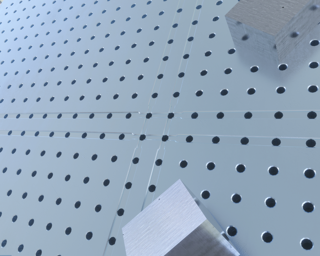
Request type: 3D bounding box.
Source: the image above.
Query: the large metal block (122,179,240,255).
[{"bbox_3d":[0.014,0.107,0.296,0.080,0.050,0.080,-41,19,0],"label":"large metal block"}]

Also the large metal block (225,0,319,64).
[{"bbox_3d":[0.147,-0.143,0.403,0.080,0.050,0.080,-45,51,-4],"label":"large metal block"}]
